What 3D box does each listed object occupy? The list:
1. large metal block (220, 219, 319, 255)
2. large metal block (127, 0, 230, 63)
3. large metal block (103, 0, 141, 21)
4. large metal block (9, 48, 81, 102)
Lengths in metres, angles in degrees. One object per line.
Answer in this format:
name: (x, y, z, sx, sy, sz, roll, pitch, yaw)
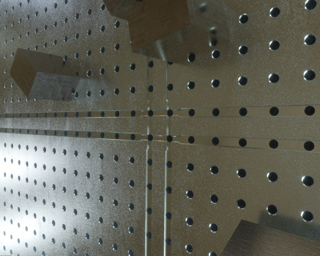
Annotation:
large metal block: (0.099, 0.140, 0.283, 0.080, 0.080, 0.050, 6, 125, 40)
large metal block: (0.022, -0.117, 0.357, 0.080, 0.081, 0.050, -14, 81, 39)
large metal block: (-0.035, -0.183, 0.403, 0.050, 0.081, 0.080, -42, 65, 32)
large metal block: (-0.200, -0.091, 0.541, 0.080, 0.081, 0.050, 44, 117, 31)
